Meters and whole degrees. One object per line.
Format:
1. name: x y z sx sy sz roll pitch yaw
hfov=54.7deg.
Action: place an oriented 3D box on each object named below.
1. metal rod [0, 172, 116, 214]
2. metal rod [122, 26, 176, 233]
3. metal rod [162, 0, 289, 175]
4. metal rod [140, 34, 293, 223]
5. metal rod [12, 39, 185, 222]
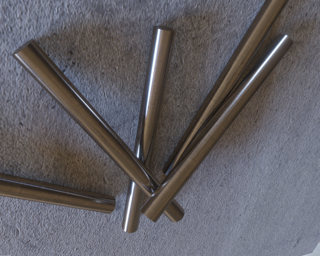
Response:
1. metal rod: -0.182 0.062 0.345 0.302 0.025 0.025 22 106 -36
2. metal rod: -0.020 0.021 0.408 0.025 0.025 0.298 -4 120 -27
3. metal rod: 0.087 -0.058 0.418 0.025 0.025 0.298 20 108 -36
4. metal rod: 0.079 -0.005 0.408 0.300 0.025 0.025 -51 130 -7
5. metal rod: -0.052 0.025 0.370 0.025 0.025 0.300 -39 122 -2
